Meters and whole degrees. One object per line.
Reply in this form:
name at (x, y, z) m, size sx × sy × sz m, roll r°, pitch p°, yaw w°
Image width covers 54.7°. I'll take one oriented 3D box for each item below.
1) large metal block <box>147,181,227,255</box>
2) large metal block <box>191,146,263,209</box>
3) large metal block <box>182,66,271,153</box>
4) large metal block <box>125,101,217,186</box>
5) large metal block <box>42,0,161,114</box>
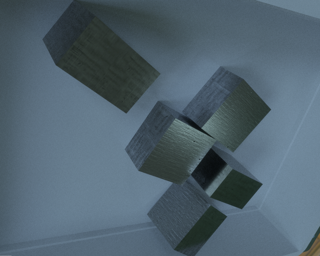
large metal block at (0.040, 0.134, 0.475) m, size 0.080 × 0.080 × 0.050 m, roll -50°, pitch 129°, yaw -1°
large metal block at (0.093, 0.069, 0.469) m, size 0.080 × 0.080 × 0.050 m, roll 28°, pitch 103°, yaw -38°
large metal block at (0.093, -0.024, 0.430) m, size 0.080 × 0.050 × 0.080 m, roll 34°, pitch 99°, yaw -39°
large metal block at (0.014, 0.022, 0.416) m, size 0.080 × 0.050 × 0.080 m, roll 26°, pitch 104°, yaw -38°
large metal block at (-0.058, -0.070, 0.299) m, size 0.050 × 0.080 × 0.080 m, roll -49°, pitch 129°, yaw 6°
